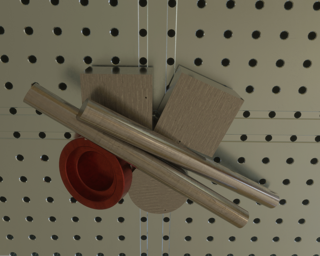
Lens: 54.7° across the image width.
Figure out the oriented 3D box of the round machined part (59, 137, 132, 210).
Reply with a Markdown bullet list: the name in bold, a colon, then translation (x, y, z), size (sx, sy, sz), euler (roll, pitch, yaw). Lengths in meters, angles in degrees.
- **round machined part**: translation (-0.080, 0.053, 0.407), size (0.098, 0.042, 0.097), euler (7, 108, 22)

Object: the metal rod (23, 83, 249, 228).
- **metal rod**: translation (-0.017, 0.040, 0.369), size (0.301, 0.025, 0.025), euler (32, 107, -13)

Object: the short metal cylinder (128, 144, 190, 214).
- **short metal cylinder**: translation (-0.001, 0.068, 0.420), size (0.081, 0.050, 0.079), euler (0, 110, 0)

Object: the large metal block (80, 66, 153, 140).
- **large metal block**: translation (-0.049, -0.031, 0.381), size (0.081, 0.050, 0.079), euler (1, 110, -1)

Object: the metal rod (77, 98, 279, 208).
- **metal rod**: translation (0.041, 0.042, 0.385), size (0.301, 0.025, 0.025), euler (27, 108, -25)

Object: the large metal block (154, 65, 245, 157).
- **large metal block**: translation (0.044, -0.022, 0.387), size (0.080, 0.050, 0.080), euler (23, 108, -9)
